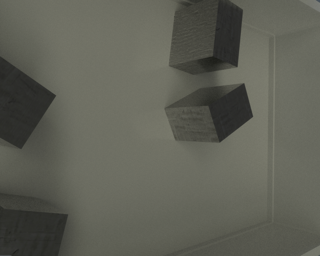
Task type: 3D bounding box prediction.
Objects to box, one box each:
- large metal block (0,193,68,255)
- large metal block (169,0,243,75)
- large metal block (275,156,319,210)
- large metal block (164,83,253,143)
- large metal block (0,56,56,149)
[{"bbox_3d":[-0.129,0.103,0.264,0.050,0.080,0.080,20,78,-39],"label":"large metal block"},{"bbox_3d":[0.062,-0.123,0.424,0.050,0.080,0.080,11,83,-40],"label":"large metal block"},{"bbox_3d":[0.289,0.113,0.640,0.080,0.050,0.080,36,68,-35],"label":"large metal block"},{"bbox_3d":[0.068,-0.021,0.430,0.081,0.080,0.050,-32,110,-36],"label":"large metal block"},{"bbox_3d":[-0.146,-0.026,0.249,0.080,0.080,0.050,39,66,-33],"label":"large metal block"}]
